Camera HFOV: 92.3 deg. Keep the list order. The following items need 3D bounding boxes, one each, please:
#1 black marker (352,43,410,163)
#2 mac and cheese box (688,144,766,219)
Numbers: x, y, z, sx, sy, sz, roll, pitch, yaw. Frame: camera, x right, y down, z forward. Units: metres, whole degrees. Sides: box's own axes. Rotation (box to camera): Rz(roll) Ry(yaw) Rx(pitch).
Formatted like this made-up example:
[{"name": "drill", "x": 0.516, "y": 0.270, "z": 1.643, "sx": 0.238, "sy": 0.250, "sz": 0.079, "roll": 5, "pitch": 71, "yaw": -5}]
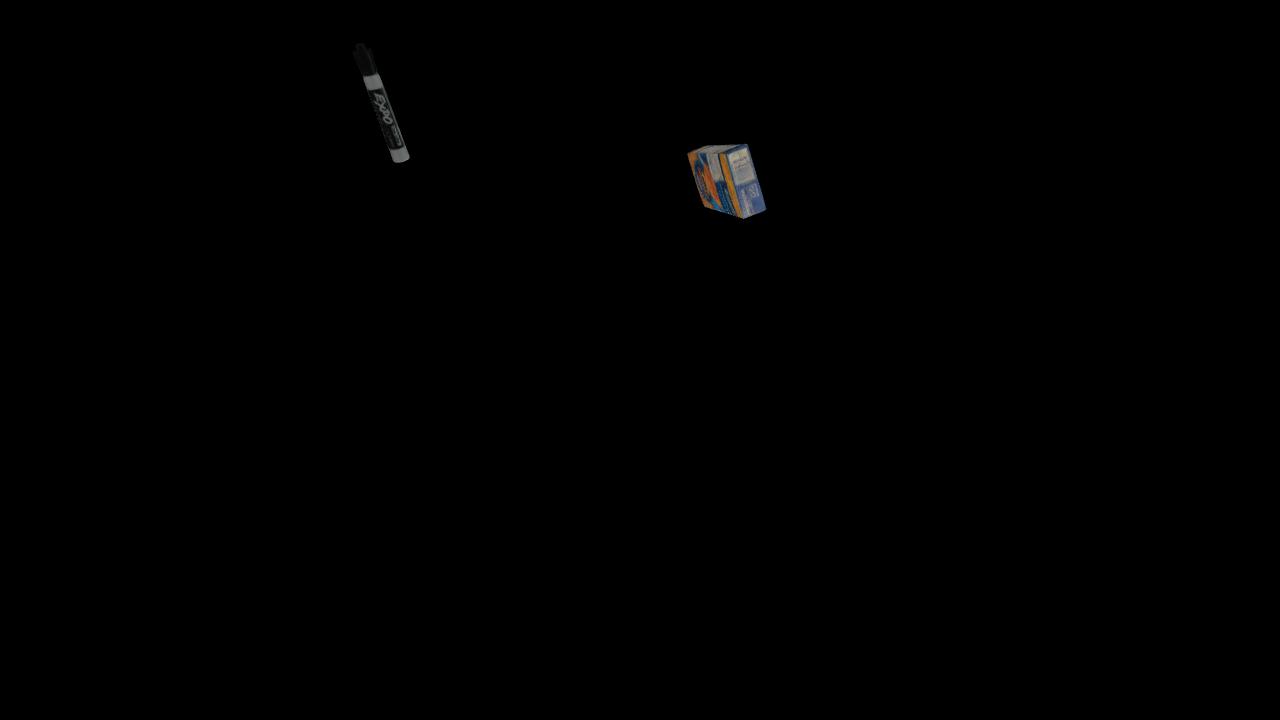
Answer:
[{"name": "black marker", "x": -0.277, "y": -0.272, "z": 0.658, "sx": 0.020, "sy": 0.121, "sz": 0.020, "roll": -4, "pitch": 41, "yaw": 4}, {"name": "mac and cheese box", "x": 0.122, "y": -0.262, "z": 0.893, "sx": 0.041, "sy": 0.093, "sz": 0.184, "roll": -24, "pitch": 21, "yaw": -3}]
